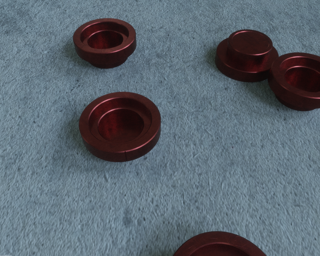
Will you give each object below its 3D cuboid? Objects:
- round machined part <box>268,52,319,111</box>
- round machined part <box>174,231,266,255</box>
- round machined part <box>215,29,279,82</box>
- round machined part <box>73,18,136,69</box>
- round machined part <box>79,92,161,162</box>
[{"bbox_3d":[0.205,-0.062,0.446,0.099,0.042,0.098,0,50,0],"label":"round machined part"},{"bbox_3d":[0.053,0.146,0.270,0.099,0.042,0.098,0,50,0],"label":"round machined part"},{"bbox_3d":[0.140,-0.121,0.495,0.099,0.042,0.098,0,50,0],"label":"round machined part"},{"bbox_3d":[-0.087,-0.134,0.504,0.099,0.042,0.098,0,50,0],"label":"round machined part"},{"bbox_3d":[-0.048,0.003,0.389,0.099,0.042,0.098,0,50,0],"label":"round machined part"}]
